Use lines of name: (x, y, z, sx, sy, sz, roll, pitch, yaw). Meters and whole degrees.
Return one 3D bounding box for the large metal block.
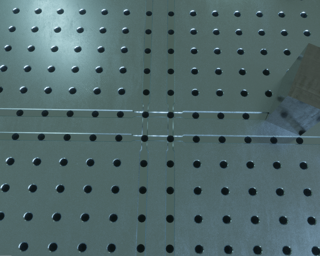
large metal block: (0.187, -0.047, 0.401, 0.050, 0.080, 0.080, 25, 72, 9)
